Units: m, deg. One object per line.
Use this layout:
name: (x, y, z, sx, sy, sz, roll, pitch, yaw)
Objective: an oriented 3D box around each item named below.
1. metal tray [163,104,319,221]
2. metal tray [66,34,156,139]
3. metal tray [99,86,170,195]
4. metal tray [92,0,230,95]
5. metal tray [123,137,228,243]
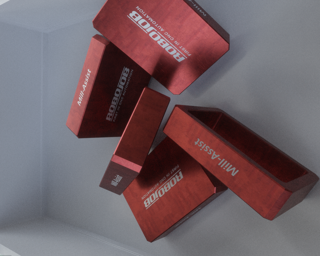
metal tray: (0.077, 0.025, 0.301, 0.130, 0.091, 0.030, 40, 115, 32)
metal tray: (-0.063, -0.050, 0.414, 0.030, 0.091, 0.129, 37, 114, 36)
metal tray: (-0.033, 0.021, 0.361, 0.129, 0.030, 0.090, 126, 168, -63)
metal tray: (0.003, -0.109, 0.348, 0.130, 0.030, 0.090, 38, 124, -16)
metal tray: (0.012, 0.074, 0.394, 0.129, 0.030, 0.090, -47, 62, 30)
